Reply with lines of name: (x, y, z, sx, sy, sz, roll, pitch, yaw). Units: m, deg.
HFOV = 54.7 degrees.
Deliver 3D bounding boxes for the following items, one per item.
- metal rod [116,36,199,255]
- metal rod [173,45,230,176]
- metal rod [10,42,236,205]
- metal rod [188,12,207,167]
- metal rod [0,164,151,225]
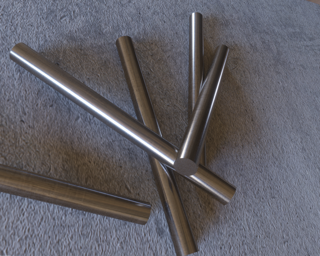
metal rod: (-0.011, 0.006, 0.393, 0.025, 0.025, 0.299, -4, 64, -30)
metal rod: (0.068, -0.048, 0.431, 0.025, 0.025, 0.301, 33, 40, -7)
metal rod: (-0.045, -0.007, 0.360, 0.301, 0.025, 0.025, 34, 51, 3)
metal rod: (0.057, -0.073, 0.478, 0.025, 0.025, 0.300, 17, 55, -19)
metal rod: (-0.151, 0.047, 0.293, 0.302, 0.025, 0.025, 19, 55, -17)
